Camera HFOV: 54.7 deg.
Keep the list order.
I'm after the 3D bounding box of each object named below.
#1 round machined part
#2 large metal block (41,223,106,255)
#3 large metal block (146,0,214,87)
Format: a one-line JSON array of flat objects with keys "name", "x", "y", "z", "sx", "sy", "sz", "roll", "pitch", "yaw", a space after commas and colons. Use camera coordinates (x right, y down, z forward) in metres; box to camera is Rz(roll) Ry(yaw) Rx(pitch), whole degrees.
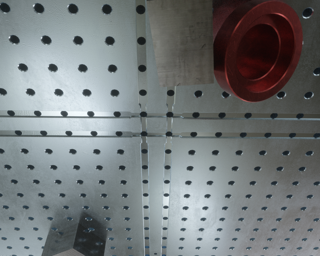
[{"name": "round machined part", "x": 0.093, "y": -0.079, "z": 0.316, "sx": 0.099, "sy": 0.042, "sz": 0.097, "roll": -12, "pitch": 118, "yaw": -24}, {"name": "large metal block", "x": -0.164, "y": 0.235, "z": 0.594, "sx": 0.080, "sy": 0.050, "sz": 0.080, "roll": -26, "pitch": 126, "yaw": 20}, {"name": "large metal block", "x": 0.022, "y": -0.096, "z": 0.292, "sx": 0.050, "sy": 0.080, "sz": 0.080, "roll": -3, "pitch": 130, "yaw": 8}]
